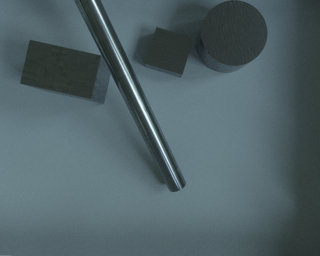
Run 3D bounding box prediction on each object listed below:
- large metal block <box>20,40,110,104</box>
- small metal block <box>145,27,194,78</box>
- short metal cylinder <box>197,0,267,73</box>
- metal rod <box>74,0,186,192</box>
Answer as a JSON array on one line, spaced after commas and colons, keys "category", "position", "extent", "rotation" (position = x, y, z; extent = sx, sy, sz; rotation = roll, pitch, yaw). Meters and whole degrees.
[{"category": "large metal block", "position": [-0.110, -0.065, 0.382], "extent": [0.080, 0.080, 0.050], "rotation": [12, 90, -1]}, {"category": "small metal block", "position": [0.012, -0.100, 0.412], "extent": [0.050, 0.025, 0.050], "rotation": [17, 90, -1]}, {"category": "short metal cylinder", "position": [0.090, -0.115, 0.400], "extent": [0.081, 0.050, 0.079], "rotation": [0, 90, -1]}, {"category": "metal rod", "position": [-0.036, -0.049, 0.359], "extent": [0.025, 0.025, 0.299], "rotation": [-25, 111, 0]}]
